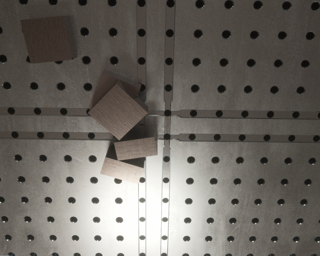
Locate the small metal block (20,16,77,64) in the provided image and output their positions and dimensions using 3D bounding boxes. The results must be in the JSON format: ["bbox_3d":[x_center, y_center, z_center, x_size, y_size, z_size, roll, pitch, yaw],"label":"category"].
[{"bbox_3d":[-0.132,-0.106,0.372,0.050,0.025,0.050,-5,110,1],"label":"small metal block"}]

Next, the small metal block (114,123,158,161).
[{"bbox_3d":[-0.030,0.017,0.406,0.050,0.050,0.025,-8,110,2],"label":"small metal block"}]

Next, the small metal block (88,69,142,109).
[{"bbox_3d":[-0.057,-0.041,0.398,0.050,0.025,0.050,22,108,-9],"label":"small metal block"}]

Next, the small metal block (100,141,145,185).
[{"bbox_3d":[-0.049,0.046,0.416,0.050,0.050,0.025,18,109,-7],"label":"small metal block"}]

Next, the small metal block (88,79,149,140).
[{"bbox_3d":[-0.050,-0.022,0.378,0.050,0.025,0.050,-43,105,14],"label":"small metal block"}]
